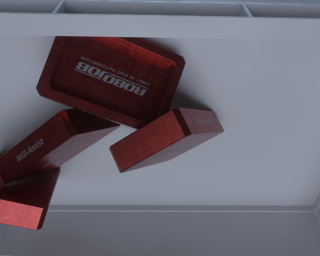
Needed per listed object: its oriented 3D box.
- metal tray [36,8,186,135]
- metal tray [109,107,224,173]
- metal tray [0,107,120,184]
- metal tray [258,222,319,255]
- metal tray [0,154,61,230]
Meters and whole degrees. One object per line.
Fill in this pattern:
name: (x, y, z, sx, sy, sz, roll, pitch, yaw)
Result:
metal tray: (-0.048, -0.054, 0.324, 0.131, 0.030, 0.090, 20, 85, -17)
metal tray: (0.014, 0.013, 0.364, 0.090, 0.030, 0.131, -30, 168, 23)
metal tray: (-0.123, 0.019, 0.379, 0.130, 0.090, 0.030, -31, 83, 26)
metal tray: (0.234, 0.230, 0.543, 0.091, 0.130, 0.030, -2, 130, 1)
metal tray: (-0.186, 0.078, 0.404, 0.091, 0.130, 0.030, 17, 100, -15)
